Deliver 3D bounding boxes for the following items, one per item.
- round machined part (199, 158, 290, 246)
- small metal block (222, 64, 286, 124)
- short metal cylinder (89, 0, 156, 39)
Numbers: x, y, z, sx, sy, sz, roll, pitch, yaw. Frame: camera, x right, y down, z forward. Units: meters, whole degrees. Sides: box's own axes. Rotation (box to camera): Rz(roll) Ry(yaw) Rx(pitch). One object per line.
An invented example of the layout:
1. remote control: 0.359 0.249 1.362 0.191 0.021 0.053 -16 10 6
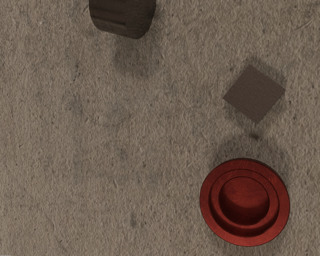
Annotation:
1. round machined part: 0.099 0.083 0.365 0.098 0.042 0.097 0 90 19
2. small metal block: 0.112 -0.039 0.369 0.050 0.025 0.050 40 102 15
3. short metal cylinder: -0.045 -0.159 0.395 0.050 0.080 0.080 19 96 18
